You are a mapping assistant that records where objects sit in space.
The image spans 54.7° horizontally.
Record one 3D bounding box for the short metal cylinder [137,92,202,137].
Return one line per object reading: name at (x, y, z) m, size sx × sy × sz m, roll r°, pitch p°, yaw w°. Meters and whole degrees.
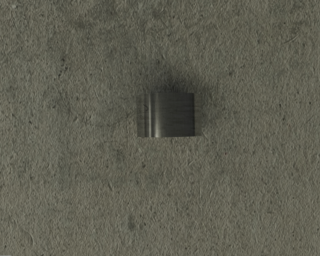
short metal cylinder at (0.011, -0.015, 0.384) m, size 0.081 × 0.080 × 0.050 m, roll -1°, pitch 90°, yaw -1°
